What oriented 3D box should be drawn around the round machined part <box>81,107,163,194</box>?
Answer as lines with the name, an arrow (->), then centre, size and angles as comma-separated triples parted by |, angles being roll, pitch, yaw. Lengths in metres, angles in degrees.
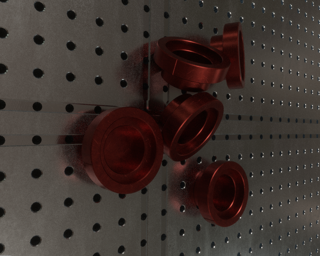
round machined part -> -0.046, 0.025, 0.361 | 0.099, 0.042, 0.097 | 0, 90, -40

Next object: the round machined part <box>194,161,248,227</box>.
round machined part -> 0.090, 0.098, 0.477 | 0.099, 0.042, 0.097 | 0, 90, -40

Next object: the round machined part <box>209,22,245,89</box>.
round machined part -> 0.102, -0.107, 0.469 | 0.098, 0.042, 0.097 | -3, 90, -69

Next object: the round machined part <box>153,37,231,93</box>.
round machined part -> 0.039, -0.082, 0.408 | 0.099, 0.098, 0.042 | -16, 135, -39

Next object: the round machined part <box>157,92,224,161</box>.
round machined part -> 0.035, -0.006, 0.410 | 0.099, 0.042, 0.097 | -34, 147, -25
